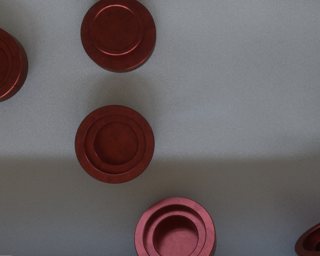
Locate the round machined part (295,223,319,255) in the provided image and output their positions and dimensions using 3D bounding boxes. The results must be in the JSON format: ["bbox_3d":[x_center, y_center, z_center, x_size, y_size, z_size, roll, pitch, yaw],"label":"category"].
[{"bbox_3d":[0.220,0.146,0.374,0.098,0.098,0.042,-30,82,0],"label":"round machined part"}]

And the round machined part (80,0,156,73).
[{"bbox_3d":[-0.054,-0.124,0.402,0.099,0.042,0.097,0,90,0],"label":"round machined part"}]

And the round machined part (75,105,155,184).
[{"bbox_3d":[-0.056,0.020,0.402,0.099,0.042,0.097,0,90,0],"label":"round machined part"}]

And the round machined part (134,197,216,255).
[{"bbox_3d":[0.021,0.140,0.386,0.098,0.042,0.098,-7,48,8],"label":"round machined part"}]

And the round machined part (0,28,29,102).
[{"bbox_3d":[-0.219,-0.080,0.401,0.099,0.042,0.097,0,90,0],"label":"round machined part"}]
